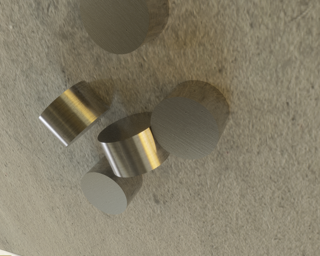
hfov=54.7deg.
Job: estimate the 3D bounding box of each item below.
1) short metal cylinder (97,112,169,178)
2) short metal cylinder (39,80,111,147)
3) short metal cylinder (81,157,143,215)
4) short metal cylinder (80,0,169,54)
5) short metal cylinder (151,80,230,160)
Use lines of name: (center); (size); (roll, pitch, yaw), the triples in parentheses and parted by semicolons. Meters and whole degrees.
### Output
short metal cylinder: (-0.033, 0.020, 0.399); (0.080, 0.080, 0.050); (-7, 115, 31)
short metal cylinder: (-0.114, -0.019, 0.418); (0.050, 0.080, 0.080); (48, 129, -6)
short metal cylinder: (-0.074, 0.087, 0.481); (0.080, 0.050, 0.079); (13, 124, 20)
short metal cylinder: (-0.037, -0.125, 0.331); (0.080, 0.050, 0.079); (13, 124, 20)
short metal cylinder: (0.036, -0.010, 0.364); (0.080, 0.050, 0.079); (13, 124, 20)
